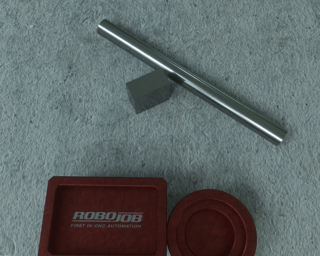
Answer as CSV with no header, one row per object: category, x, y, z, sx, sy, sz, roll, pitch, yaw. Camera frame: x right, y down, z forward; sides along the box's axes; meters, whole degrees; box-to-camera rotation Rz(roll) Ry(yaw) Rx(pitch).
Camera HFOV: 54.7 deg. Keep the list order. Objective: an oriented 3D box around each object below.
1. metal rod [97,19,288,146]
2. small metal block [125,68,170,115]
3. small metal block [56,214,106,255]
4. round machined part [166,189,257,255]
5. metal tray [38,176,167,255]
metal rod,0.037,-0.069,0.433,0.300,0.025,0.025,34,73,11
small metal block,-0.015,-0.048,0.412,0.050,0.050,0.025,-25,72,-9
small metal block,-0.092,0.131,0.359,0.050,0.025,0.050,-17,71,-7
round machined part,0.056,0.122,0.355,0.099,0.042,0.098,0,70,-1
metal tray,-0.058,0.101,0.341,0.131,0.030,0.090,1,69,-2
